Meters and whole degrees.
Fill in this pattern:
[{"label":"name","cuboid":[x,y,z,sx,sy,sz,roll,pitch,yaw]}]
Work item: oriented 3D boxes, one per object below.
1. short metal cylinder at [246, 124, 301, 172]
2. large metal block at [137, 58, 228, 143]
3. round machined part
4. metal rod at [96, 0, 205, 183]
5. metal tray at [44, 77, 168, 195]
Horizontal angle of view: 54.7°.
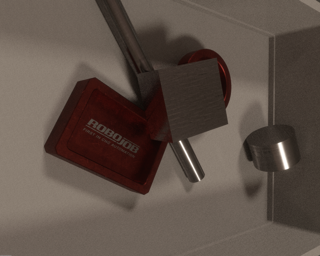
[{"label":"short metal cylinder","cuboid":[0.198,0.034,0.540,0.081,0.080,0.050,-34,111,-35]},{"label":"large metal block","cuboid":[0.027,-0.034,0.366,0.081,0.050,0.079,-17,102,-28]},{"label":"round machined part","cuboid":[0.055,-0.061,0.444,0.099,0.042,0.097,0,90,-40]},{"label":"metal rod","cuboid":[-0.010,-0.052,0.400,0.025,0.025,0.299,-42,116,-32]},{"label":"metal tray","cuboid":[-0.053,0.013,0.360,0.130,0.030,0.090,34,69,-35]}]
